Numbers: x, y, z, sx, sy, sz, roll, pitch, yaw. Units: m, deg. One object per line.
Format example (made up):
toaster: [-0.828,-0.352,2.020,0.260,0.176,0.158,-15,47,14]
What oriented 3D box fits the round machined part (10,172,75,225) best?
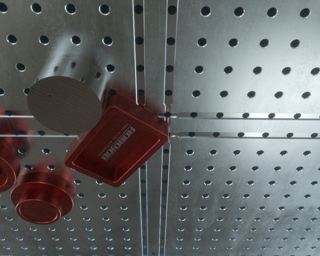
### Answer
round machined part: [-0.190,0.119,0.499,0.099,0.042,0.097,-1,130,0]

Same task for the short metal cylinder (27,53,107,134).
short metal cylinder: [-0.105,-0.039,0.360,0.081,0.050,0.079,-1,130,0]

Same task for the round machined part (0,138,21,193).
round machined part: [-0.248,0.046,0.436,0.099,0.042,0.097,-1,130,0]

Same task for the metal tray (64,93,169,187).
metal tray: [-0.061,0.022,0.426,0.090,0.030,0.129,30,124,-24]
